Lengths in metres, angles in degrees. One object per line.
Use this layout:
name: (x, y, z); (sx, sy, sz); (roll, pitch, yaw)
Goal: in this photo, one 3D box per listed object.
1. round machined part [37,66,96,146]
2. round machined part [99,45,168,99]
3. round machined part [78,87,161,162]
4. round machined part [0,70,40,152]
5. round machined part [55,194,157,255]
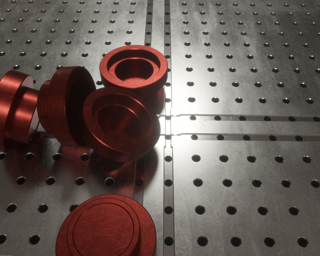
round machined part: (-0.114, -0.026, 0.382); (0.042, 0.098, 0.098); (0, 50, 10)
round machined part: (-0.038, -0.078, 0.461); (0.099, 0.042, 0.098); (0, 50, 0)
round machined part: (-0.052, 0.000, 0.380); (0.099, 0.042, 0.098); (18, 47, -20)
round machined part: (-0.171, -0.018, 0.377); (0.042, 0.097, 0.098); (17, 49, -12)
round machined part: (-0.053, 0.109, 0.305); (0.099, 0.042, 0.098); (0, 50, 0)
